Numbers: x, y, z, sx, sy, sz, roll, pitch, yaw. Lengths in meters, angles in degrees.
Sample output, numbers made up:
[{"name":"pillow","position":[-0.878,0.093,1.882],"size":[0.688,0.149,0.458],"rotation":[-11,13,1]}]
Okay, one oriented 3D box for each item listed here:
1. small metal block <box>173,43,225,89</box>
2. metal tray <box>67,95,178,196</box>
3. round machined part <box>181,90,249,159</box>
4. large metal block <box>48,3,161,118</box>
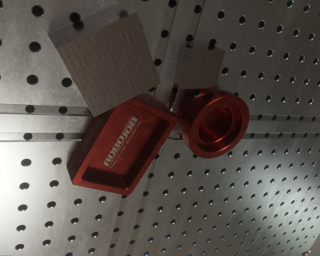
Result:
[{"name":"small metal block","position":[0.049,-0.078,0.392],"size":[0.050,0.025,0.050],"rotation":[-4,121,-27]},{"name":"metal tray","position":[-0.048,0.021,0.395],"size":[0.091,0.030,0.129],"rotation":[22,106,-37]},{"name":"round machined part","position":[0.073,-0.009,0.437],"size":[0.099,0.042,0.097],"rotation":[-14,125,-21]},{"name":"large metal block","position":[-0.055,-0.071,0.322],"size":[0.080,0.050,0.080],"rotation":[-29,128,-11]}]
